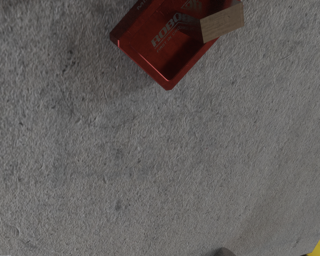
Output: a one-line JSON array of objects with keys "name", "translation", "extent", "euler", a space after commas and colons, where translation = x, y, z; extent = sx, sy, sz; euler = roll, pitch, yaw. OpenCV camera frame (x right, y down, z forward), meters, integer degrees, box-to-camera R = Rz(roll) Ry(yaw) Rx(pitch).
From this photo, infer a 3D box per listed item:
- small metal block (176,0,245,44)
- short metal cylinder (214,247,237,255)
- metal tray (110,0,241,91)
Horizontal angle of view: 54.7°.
[{"name": "small metal block", "translation": [0.053, -0.118, 0.330], "extent": [0.050, 0.050, 0.025], "euler": [-26, 128, -12]}, {"name": "short metal cylinder", "translation": [0.140, 0.292, 0.628], "extent": [0.050, 0.080, 0.080], "euler": [-49, 129, 6]}, {"name": "metal tray", "translation": [0.020, -0.117, 0.342], "extent": [0.130, 0.030, 0.090], "euler": [-48, 129, 5]}]
